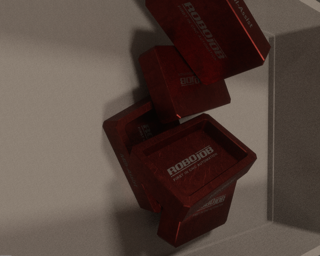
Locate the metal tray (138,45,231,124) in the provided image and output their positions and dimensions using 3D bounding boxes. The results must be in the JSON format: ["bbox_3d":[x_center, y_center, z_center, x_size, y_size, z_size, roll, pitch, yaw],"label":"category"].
[{"bbox_3d":[0.038,-0.063,0.413,0.131,0.030,0.090,-18,89,-47],"label":"metal tray"}]

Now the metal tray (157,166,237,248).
[{"bbox_3d":[0.057,0.100,0.426,0.131,0.030,0.089,0,106,-50],"label":"metal tray"}]

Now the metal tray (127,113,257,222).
[{"bbox_3d":[0.040,0.038,0.361,0.131,0.090,0.030,-25,147,-38],"label":"metal tray"}]

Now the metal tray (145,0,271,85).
[{"bbox_3d":[0.055,-0.118,0.359,0.130,0.090,0.030,49,52,-21],"label":"metal tray"}]

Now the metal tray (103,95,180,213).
[{"bbox_3d":[-0.007,0.030,0.399,0.091,0.030,0.129,-35,112,-35],"label":"metal tray"}]
